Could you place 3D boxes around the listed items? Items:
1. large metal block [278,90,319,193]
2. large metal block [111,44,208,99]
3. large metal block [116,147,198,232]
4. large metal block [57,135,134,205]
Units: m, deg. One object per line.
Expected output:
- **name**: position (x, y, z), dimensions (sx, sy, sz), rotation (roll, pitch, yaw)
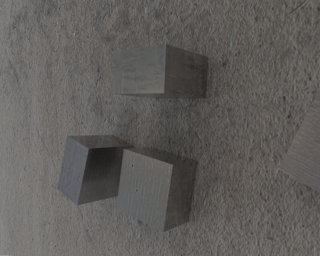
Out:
- **large metal block**: position (0.161, 0.018, 0.256), dimensions (0.080, 0.050, 0.079), rotation (33, 110, 35)
- **large metal block**: position (0.000, -0.063, 0.369), dimensions (0.080, 0.081, 0.050), rotation (5, 93, 40)
- **large metal block**: position (-0.005, 0.073, 0.393), dimensions (0.080, 0.050, 0.079), rotation (13, 98, 39)
- **large metal block**: position (-0.092, 0.056, 0.445), dimensions (0.050, 0.081, 0.079), rotation (23, 104, 38)
